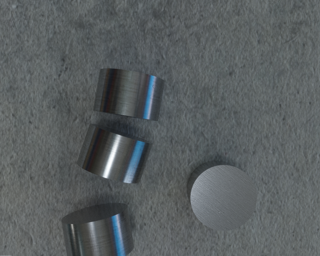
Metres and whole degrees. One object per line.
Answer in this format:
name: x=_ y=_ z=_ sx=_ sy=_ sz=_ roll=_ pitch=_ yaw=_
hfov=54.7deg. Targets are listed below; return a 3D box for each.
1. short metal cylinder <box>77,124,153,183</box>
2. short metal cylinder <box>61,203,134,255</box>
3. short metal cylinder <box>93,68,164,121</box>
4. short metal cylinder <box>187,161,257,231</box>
short metal cylinder: x=-0.055 y=0.030 z=0.382 sx=0.080 sy=0.080 sz=0.050 roll=18 pitch=90 yaw=-1
short metal cylinder: x=-0.076 y=0.129 z=0.382 sx=0.081 sy=0.080 sz=0.050 roll=-9 pitch=90 yaw=0
short metal cylinder: x=-0.038 y=-0.039 z=0.382 sx=0.080 sy=0.080 sz=0.050 roll=9 pitch=90 yaw=-1
short metal cylinder: x=0.077 y=0.084 z=0.399 sx=0.081 sy=0.050 sz=0.079 roll=0 pitch=90 yaw=-1
